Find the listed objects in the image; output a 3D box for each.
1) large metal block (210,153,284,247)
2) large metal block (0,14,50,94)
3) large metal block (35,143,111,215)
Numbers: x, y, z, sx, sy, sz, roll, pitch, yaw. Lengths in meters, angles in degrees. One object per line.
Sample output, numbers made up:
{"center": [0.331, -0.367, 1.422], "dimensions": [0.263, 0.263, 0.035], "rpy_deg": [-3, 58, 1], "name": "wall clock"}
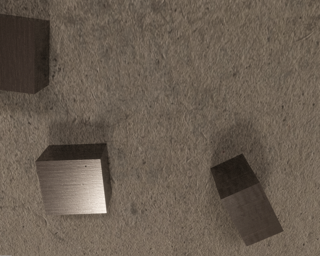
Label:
{"center": [0.114, 0.094, 0.417], "dimensions": [0.050, 0.080, 0.080], "rpy_deg": [-27, 108, 9], "name": "large metal block"}
{"center": [-0.178, -0.089, 0.361], "dimensions": [0.081, 0.050, 0.079], "rpy_deg": [7, 110, -3], "name": "large metal block"}
{"center": [-0.113, 0.068, 0.420], "dimensions": [0.081, 0.050, 0.079], "rpy_deg": [-2, 110, 0], "name": "large metal block"}
